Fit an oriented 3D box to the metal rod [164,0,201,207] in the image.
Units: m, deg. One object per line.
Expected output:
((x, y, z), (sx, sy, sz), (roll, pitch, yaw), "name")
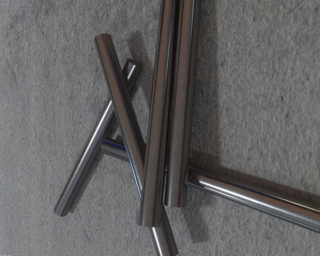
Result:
((0.029, -0.061, 0.360), (0.025, 0.025, 0.298), (2, 85, 39), "metal rod")

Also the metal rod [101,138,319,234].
((0.035, 0.056, 0.374), (0.300, 0.025, 0.025), (14, 99, 38), "metal rod")

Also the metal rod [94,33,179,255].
((-0.035, 0.012, 0.397), (0.025, 0.025, 0.299), (-29, 72, 36), "metal rod")

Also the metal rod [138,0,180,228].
((0.002, -0.038, 0.368), (0.025, 0.025, 0.298), (-2, 79, 39), "metal rod")

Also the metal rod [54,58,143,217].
((-0.105, 0.028, 0.488), (0.025, 0.025, 0.298), (45, 116, 30), "metal rod")
